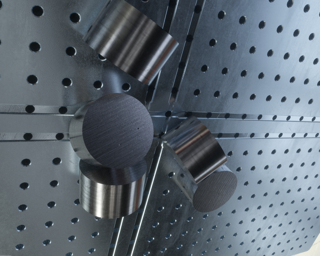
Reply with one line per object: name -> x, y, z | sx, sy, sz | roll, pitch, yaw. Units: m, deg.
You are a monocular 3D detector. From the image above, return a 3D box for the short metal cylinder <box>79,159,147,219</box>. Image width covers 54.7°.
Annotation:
short metal cylinder -> -0.059, 0.065, 0.385 | 0.081, 0.080, 0.050 | -6, 122, -26

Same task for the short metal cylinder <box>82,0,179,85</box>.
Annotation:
short metal cylinder -> -0.028, -0.086, 0.308 | 0.080, 0.080, 0.050 | 28, 103, -38

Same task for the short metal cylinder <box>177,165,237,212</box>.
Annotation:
short metal cylinder -> 0.074, 0.086, 0.491 | 0.081, 0.050, 0.079 | -14, 124, -21

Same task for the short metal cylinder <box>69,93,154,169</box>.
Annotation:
short metal cylinder -> -0.055, 0.004, 0.346 | 0.081, 0.050, 0.080 | 3, 85, -31

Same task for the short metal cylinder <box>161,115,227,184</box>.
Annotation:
short metal cylinder -> 0.045, 0.029, 0.420 | 0.050, 0.080, 0.080 | -36, 129, -5
